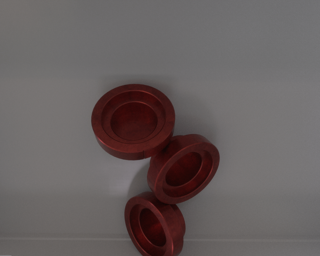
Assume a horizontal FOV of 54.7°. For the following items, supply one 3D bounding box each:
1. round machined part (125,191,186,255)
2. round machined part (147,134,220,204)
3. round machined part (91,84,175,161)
[{"bbox_3d":[-0.003,0.135,0.433,0.042,0.098,0.097,-17,117,-41],"label":"round machined part"},{"bbox_3d":[0.026,0.048,0.404,0.099,0.042,0.097,-19,130,-24],"label":"round machined part"},{"bbox_3d":[-0.031,-0.004,0.381,0.099,0.098,0.042,0,148,0],"label":"round machined part"}]
